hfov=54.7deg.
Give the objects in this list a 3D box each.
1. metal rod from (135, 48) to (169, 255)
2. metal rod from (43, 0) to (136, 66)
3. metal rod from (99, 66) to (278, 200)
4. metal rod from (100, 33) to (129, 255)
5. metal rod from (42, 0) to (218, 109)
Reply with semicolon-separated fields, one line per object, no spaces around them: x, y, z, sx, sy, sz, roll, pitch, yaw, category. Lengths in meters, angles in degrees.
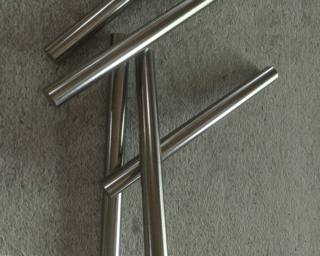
-0.010;0.046;0.350;0.025;0.025;0.299;3;71;-20;metal rod
-0.025;-0.186;0.399;0.301;0.025;0.025;-45;104;-14;metal rod
0.053;-0.005;0.413;0.302;0.025;0.025;-34;101;-22;metal rod
-0.057;0.033;0.388;0.025;0.025;0.298;3;89;-20;metal rod
-0.009;-0.119;0.384;0.301;0.025;0.025;-40;103;-24;metal rod
